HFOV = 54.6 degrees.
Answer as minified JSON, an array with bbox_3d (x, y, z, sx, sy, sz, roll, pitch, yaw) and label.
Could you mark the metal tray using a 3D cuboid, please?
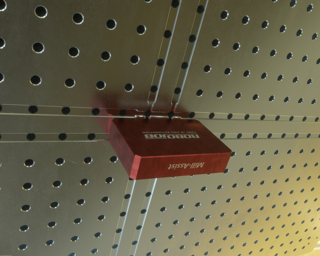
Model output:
[{"bbox_3d":[0.012,0.022,0.388,0.131,0.090,0.030,0,119,-28],"label":"metal tray"}]
